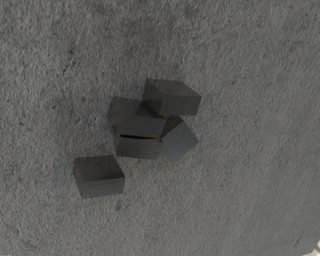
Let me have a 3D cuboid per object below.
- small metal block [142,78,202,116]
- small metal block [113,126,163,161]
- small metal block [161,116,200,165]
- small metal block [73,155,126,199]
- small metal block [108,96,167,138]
[{"bbox_3d":[0.014,-0.038,0.375,0.050,0.050,0.025,0,118,-29],"label":"small metal block"},{"bbox_3d":[-0.028,0.013,0.377,0.050,0.050,0.025,8,115,-18],"label":"small metal block"},{"bbox_3d":[0.018,0.015,0.426,0.050,0.025,0.050,-40,130,-1],"label":"small metal block"},{"bbox_3d":[-0.077,0.059,0.385,0.050,0.050,0.025,-2,120,-28],"label":"small metal block"},{"bbox_3d":[-0.028,-0.013,0.367,0.050,0.050,0.025,7,115,-32],"label":"small metal block"}]
